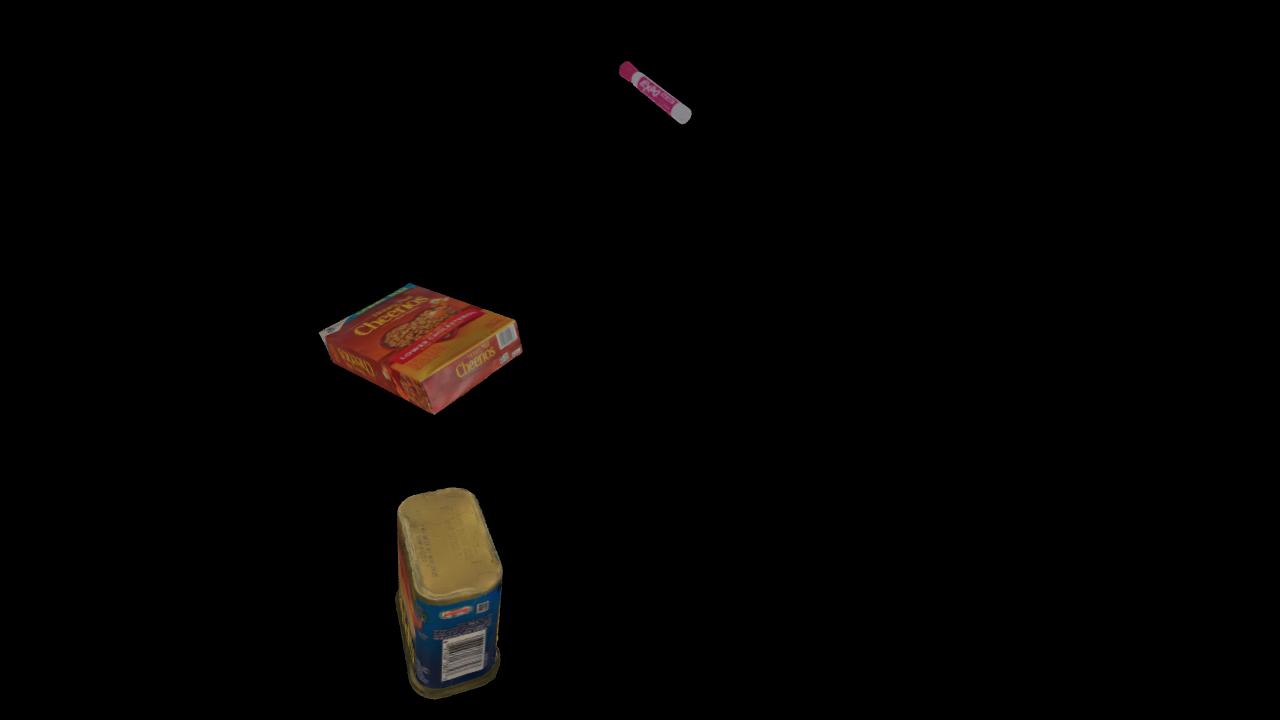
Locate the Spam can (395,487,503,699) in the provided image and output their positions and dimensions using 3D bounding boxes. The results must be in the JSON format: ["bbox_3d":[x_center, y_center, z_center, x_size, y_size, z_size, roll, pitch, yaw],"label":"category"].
[{"bbox_3d":[-0.127,0.148,0.405,0.058,0.085,0.101,-5,30,-28],"label":"Spam can"}]

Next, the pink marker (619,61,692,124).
[{"bbox_3d":[0.015,-0.310,0.709,0.020,0.020,0.121,0,42,-53],"label":"pink marker"}]

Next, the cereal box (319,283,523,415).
[{"bbox_3d":[-0.386,-0.033,1.080,0.306,0.081,0.203,20,43,32],"label":"cereal box"}]
